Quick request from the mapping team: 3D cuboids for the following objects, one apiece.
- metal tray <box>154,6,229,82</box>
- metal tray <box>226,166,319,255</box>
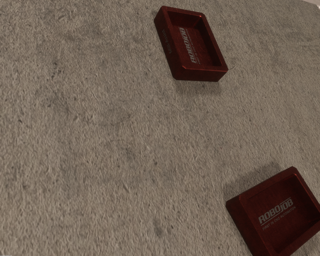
[{"bbox_3d":[0.050,-0.139,0.514,0.091,0.030,0.130,-2,63,-30],"label":"metal tray"},{"bbox_3d":[0.161,0.114,0.419,0.131,0.030,0.090,-16,70,-35],"label":"metal tray"}]
